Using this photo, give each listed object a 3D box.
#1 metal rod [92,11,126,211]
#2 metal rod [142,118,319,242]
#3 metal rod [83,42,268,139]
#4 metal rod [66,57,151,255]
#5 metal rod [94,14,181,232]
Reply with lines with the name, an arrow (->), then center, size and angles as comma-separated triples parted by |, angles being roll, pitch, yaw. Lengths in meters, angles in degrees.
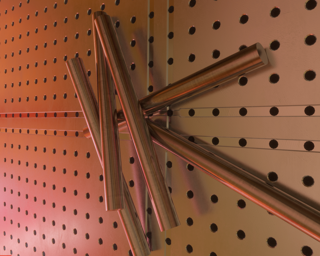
metal rod -> -0.075, -0.036, 0.443 | 0.025, 0.025, 0.299 | -23, 67, 38
metal rod -> 0.084, 0.056, 0.340 | 0.300, 0.025, 0.025 | 29, 108, 36
metal rod -> -0.004, -0.036, 0.413 | 0.299, 0.025, 0.025 | -21, 77, 38
metal rod -> -0.076, 0.039, 0.448 | 0.025, 0.025, 0.299 | -26, 82, 37
metal rod -> -0.034, -0.018, 0.404 | 0.025, 0.025, 0.299 | -31, 71, 36
